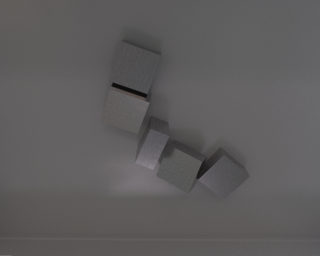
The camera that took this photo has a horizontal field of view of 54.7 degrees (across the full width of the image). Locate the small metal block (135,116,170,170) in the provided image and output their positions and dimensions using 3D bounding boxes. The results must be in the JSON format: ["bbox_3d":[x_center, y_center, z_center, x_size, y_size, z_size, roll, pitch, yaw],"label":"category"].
[{"bbox_3d":[-0.010,0.018,0.404,0.025,0.050,0.050,22,109,-8],"label":"small metal block"}]

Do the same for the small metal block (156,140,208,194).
[{"bbox_3d":[0.029,0.052,0.421,0.050,0.025,0.050,27,110,17],"label":"small metal block"}]

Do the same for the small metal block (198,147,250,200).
[{"bbox_3d":[0.088,0.064,0.436,0.050,0.025,0.050,39,105,-14],"label":"small metal block"}]

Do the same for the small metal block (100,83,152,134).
[{"bbox_3d":[-0.043,-0.026,0.395,0.050,0.025,0.050,18,124,-7],"label":"small metal block"}]

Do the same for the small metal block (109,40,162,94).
[{"bbox_3d":[-0.030,-0.076,0.383,0.050,0.025,0.050,18,109,-7],"label":"small metal block"}]
